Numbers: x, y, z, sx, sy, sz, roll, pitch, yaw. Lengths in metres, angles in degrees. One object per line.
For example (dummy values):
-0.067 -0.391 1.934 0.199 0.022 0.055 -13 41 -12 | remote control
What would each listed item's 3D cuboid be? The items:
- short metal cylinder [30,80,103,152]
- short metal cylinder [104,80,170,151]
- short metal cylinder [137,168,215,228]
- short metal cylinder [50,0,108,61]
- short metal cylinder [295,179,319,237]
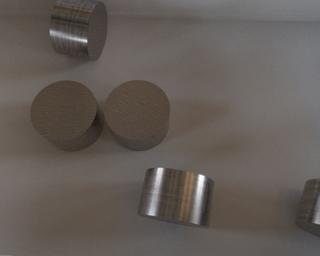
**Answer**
-0.117 -0.014 0.401 0.081 0.050 0.080 0 70 0 | short metal cylinder
-0.028 -0.015 0.401 0.081 0.050 0.080 0 70 0 | short metal cylinder
0.019 0.080 0.351 0.080 0.080 0.050 10 71 3 | short metal cylinder
-0.110 -0.137 0.430 0.050 0.080 0.080 12 71 4 | short metal cylinder
0.200 0.096 0.346 0.080 0.080 0.050 21 72 7 | short metal cylinder
